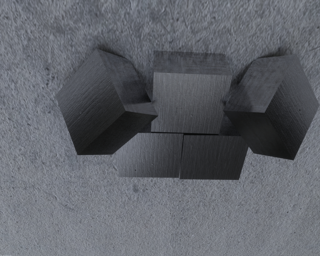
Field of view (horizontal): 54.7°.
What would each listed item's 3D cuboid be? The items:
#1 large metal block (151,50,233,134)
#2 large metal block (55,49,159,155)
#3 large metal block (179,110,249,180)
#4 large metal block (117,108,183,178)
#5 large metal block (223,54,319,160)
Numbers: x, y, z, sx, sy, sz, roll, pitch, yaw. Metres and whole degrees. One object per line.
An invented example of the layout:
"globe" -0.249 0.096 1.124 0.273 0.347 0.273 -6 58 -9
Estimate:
"large metal block" 0.032 -0.041 0.358 0.081 0.050 0.079 2 130 -2
"large metal block" -0.061 -0.025 0.341 0.080 0.080 0.050 -39 155 28
"large metal block" 0.067 0.023 0.411 0.081 0.050 0.079 1 130 -2
"large metal block" -0.014 0.020 0.408 0.081 0.050 0.079 1 130 -2
"large metal block" 0.127 -0.023 0.347 0.050 0.080 0.080 8 147 51
